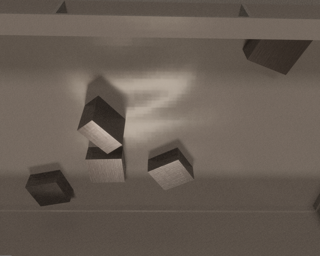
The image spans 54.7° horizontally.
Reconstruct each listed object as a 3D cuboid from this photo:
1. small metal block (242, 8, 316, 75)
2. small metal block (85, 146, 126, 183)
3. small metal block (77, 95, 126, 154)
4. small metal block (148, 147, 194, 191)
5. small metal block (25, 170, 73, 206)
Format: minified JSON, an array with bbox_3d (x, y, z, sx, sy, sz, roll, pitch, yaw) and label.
[{"bbox_3d":[0.126,-0.092,0.333,0.050,0.025,0.050,17,128,-15],"label":"small metal block"},{"bbox_3d":[-0.078,0.054,0.454,0.050,0.025,0.050,-1,130,0],"label":"small metal block"},{"bbox_3d":[-0.071,-0.004,0.388,0.025,0.050,0.050,-32,124,23],"label":"small metal block"},{"bbox_3d":[0.017,0.062,0.462,0.050,0.025,0.050,-24,127,19],"label":"small metal block"},{"bbox_3d":[-0.173,0.095,0.488,0.050,0.025,0.050,-11,130,8],"label":"small metal block"}]
